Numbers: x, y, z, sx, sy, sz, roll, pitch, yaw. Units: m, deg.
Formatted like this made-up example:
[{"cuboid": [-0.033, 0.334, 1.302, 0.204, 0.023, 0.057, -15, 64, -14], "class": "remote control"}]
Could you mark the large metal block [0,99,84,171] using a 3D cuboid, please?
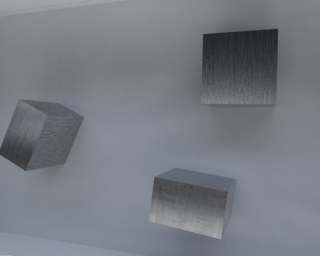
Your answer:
[{"cuboid": [-0.164, 0.009, 0.438, 0.050, 0.080, 0.080, 27, 99, 18], "class": "large metal block"}]

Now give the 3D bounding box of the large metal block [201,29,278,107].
[{"cuboid": [0.094, -0.066, 0.364, 0.080, 0.050, 0.079, 2, 91, 19], "class": "large metal block"}]

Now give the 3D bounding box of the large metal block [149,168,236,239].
[{"cuboid": [0.042, 0.084, 0.366, 0.080, 0.080, 0.050, 8, 93, 19], "class": "large metal block"}]
